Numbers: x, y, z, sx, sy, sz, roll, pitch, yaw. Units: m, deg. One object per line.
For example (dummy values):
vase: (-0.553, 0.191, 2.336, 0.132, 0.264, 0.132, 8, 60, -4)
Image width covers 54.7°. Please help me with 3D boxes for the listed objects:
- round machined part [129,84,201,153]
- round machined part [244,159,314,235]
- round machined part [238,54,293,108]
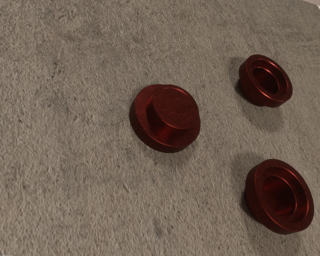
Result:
round machined part: (0.012, -0.019, 0.413, 0.099, 0.042, 0.098, 14, 56, -21)
round machined part: (0.156, 0.095, 0.421, 0.099, 0.042, 0.098, 14, 56, -21)
round machined part: (0.177, -0.076, 0.538, 0.099, 0.042, 0.098, 14, 56, -21)
